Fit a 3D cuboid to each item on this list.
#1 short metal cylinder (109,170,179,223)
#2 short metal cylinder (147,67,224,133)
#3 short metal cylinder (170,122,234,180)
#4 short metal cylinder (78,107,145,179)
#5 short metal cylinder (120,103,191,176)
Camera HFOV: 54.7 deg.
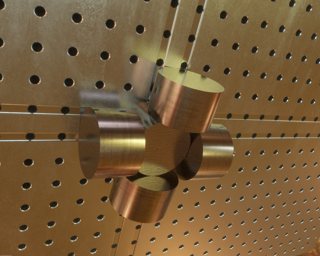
[{"bbox_3d":[-0.022,0.079,0.411,0.081,0.080,0.050,6,115,-31],"label":"short metal cylinder"},{"bbox_3d":[0.030,-0.035,0.369,0.081,0.080,0.050,3,117,-30],"label":"short metal cylinder"},{"bbox_3d":[0.054,0.031,0.424,0.050,0.080,0.079,4,117,-31],"label":"short metal cylinder"},{"bbox_3d":[-0.058,0.017,0.354,0.050,0.080,0.079,1,118,-30],"label":"short metal cylinder"},{"bbox_3d":[-0.008,0.014,0.400,0.081,0.050,0.079,-15,125,-22],"label":"short metal cylinder"}]
